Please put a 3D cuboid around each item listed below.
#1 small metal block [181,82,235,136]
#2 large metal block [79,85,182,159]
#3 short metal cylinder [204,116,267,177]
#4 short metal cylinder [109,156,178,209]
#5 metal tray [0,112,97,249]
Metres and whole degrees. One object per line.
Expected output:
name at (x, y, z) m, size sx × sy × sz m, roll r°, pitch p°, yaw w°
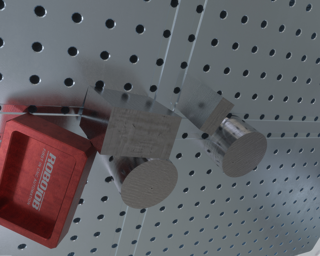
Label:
small metal block at (0.062, -0.026, 0.413) m, size 0.025 × 0.050 × 0.050 m, roll 26°, pitch 104°, yaw -37°
large metal block at (-0.036, -0.007, 0.348) m, size 0.081 × 0.080 × 0.050 m, roll 8°, pitch 107°, yaw -32°
short metal cylinder at (0.115, 0.029, 0.476) m, size 0.081 × 0.050 × 0.079 m, roll -14°, pitch 124°, yaw -21°
short metal cylinder at (-0.023, 0.062, 0.421) m, size 0.081 × 0.050 × 0.079 m, roll -14°, pitch 124°, yaw -21°
metal tray at (-0.132, 0.059, 0.340) m, size 0.090 × 0.030 × 0.129 m, roll 24°, pitch 110°, yaw 3°
